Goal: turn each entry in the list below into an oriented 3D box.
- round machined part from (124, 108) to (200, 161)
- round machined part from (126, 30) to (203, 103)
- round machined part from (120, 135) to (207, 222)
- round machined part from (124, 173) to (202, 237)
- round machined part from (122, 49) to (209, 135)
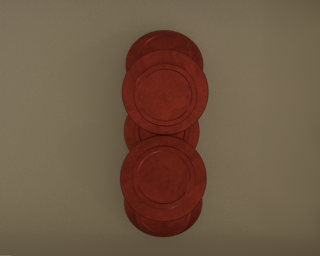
[{"bbox_3d":[0.002,0.004,0.401,0.099,0.042,0.097,0,89,0],"label":"round machined part"},{"bbox_3d":[0.006,-0.082,0.390,0.099,0.042,0.098,0,74,-1],"label":"round machined part"},{"bbox_3d":[0.004,0.056,0.350,0.099,0.042,0.098,0,79,0],"label":"round machined part"},{"bbox_3d":[0.004,0.095,0.388,0.099,0.042,0.097,0,105,0],"label":"round machined part"},{"bbox_3d":[0.006,-0.039,0.350,0.099,0.042,0.097,0,102,0],"label":"round machined part"}]
